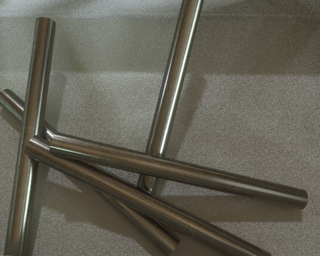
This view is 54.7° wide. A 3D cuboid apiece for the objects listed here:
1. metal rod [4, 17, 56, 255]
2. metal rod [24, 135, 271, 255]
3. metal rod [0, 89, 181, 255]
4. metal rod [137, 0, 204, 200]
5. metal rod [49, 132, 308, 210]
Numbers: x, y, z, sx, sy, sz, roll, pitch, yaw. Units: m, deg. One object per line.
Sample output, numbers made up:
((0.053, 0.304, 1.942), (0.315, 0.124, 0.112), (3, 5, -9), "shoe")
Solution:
((-0.157, 0.008, 0.379), (0.025, 0.025, 0.298), (3, 80, 1), "metal rod")
((-0.013, 0.087, 0.355), (0.301, 0.025, 0.025), (27, 72, 0), "metal rod")
((-0.098, 0.048, 0.390), (0.300, 0.025, 0.025), (39, 74, 12), "metal rod")
((0.017, -0.061, 0.375), (0.025, 0.025, 0.298), (14, 92, 4), "metal rod")
((0.029, 0.052, 0.358), (0.302, 0.025, 0.025), (14, 70, -8), "metal rod")
